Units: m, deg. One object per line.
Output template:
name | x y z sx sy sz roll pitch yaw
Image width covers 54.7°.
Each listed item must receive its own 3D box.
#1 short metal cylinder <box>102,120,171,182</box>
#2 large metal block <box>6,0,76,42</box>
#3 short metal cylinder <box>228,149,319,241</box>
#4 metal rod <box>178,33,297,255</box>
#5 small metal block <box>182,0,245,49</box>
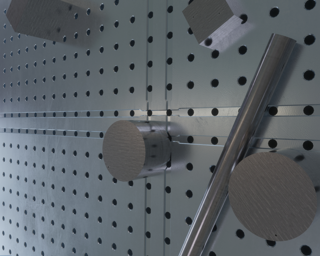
short metal cylinder | -0.032 0.029 0.420 0.080 0.050 0.079 0 91 40
large metal block | -0.210 -0.208 0.547 0.080 0.081 0.050 -50 61 28
short metal cylinder | 0.114 0.061 0.299 0.080 0.050 0.079 0 90 40
metal rod | 0.075 0.046 0.347 0.025 0.025 0.298 31 109 35
small metal block | 0.061 -0.130 0.359 0.050 0.025 0.050 -35 68 34
